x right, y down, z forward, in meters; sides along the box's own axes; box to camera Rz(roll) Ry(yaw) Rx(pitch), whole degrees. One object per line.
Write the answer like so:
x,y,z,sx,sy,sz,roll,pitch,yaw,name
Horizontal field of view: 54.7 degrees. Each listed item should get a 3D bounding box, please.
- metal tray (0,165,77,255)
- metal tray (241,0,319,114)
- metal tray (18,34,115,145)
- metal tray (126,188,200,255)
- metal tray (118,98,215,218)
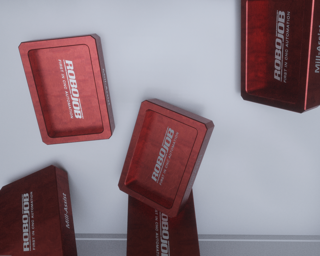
-0.162,0.124,0.404,0.090,0.130,0.030,-24,147,8,metal tray
0.133,-0.089,0.343,0.030,0.090,0.129,-17,113,-29,metal tray
-0.112,-0.047,0.390,0.091,0.030,0.129,-6,110,2,metal tray
0.004,0.143,0.409,0.091,0.130,0.030,-4,140,1,metal tray
0.005,0.037,0.398,0.090,0.030,0.129,23,107,20,metal tray
